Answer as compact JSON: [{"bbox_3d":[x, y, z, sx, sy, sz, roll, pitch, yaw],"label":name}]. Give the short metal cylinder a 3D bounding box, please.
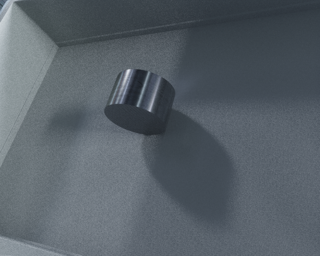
[{"bbox_3d":[-0.025,-0.031,0.400,0.080,0.080,0.050,2,63,29],"label":"short metal cylinder"}]
